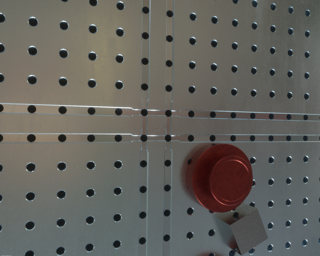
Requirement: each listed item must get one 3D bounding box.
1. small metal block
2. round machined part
[{"bbox_3d":[0.125,0.150,0.459,0.050,0.025,0.050,-24,98,-18],"label":"small metal block"},{"bbox_3d":[0.090,0.071,0.437,0.099,0.042,0.097,0,90,-20],"label":"round machined part"}]
